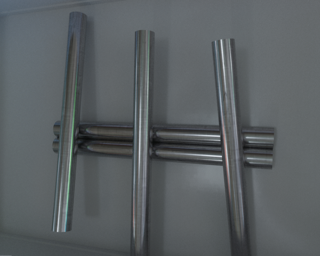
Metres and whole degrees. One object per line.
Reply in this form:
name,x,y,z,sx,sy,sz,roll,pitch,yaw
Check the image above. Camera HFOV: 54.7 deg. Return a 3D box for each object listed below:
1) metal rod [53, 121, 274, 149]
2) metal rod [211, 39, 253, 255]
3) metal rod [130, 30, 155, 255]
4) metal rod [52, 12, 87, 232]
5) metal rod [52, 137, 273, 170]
metal rod,-0.009,0.007,0.412,0.301,0.025,0.025,2,91,19
metal rod,0.086,0.052,0.355,0.025,0.025,0.298,-4,97,19
metal rod,-0.022,0.030,0.390,0.025,0.025,0.298,2,91,19
metal rod,-0.123,-0.014,0.426,0.025,0.025,0.298,-1,81,19
metal rod,-0.010,0.031,0.412,0.301,0.025,0.025,2,91,19
